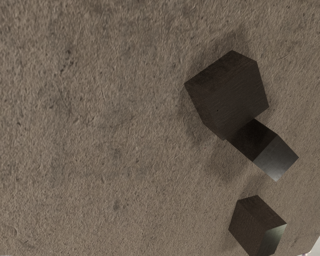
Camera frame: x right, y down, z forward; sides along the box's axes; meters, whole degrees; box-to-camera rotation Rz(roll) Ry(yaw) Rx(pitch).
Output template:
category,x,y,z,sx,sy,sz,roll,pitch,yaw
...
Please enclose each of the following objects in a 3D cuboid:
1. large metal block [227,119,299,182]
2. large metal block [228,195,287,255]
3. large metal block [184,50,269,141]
category,x,y,z,sx,sy,sz,roll,pitch,yaw
large metal block,0.150,0.026,0.472,0.050,0.080,0.080,-50,129,7
large metal block,0.183,0.189,0.592,0.050,0.080,0.079,-7,122,-25
large metal block,0.091,-0.043,0.415,0.080,0.050,0.080,-36,130,-5
